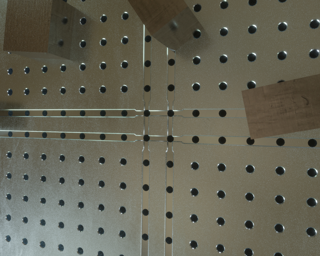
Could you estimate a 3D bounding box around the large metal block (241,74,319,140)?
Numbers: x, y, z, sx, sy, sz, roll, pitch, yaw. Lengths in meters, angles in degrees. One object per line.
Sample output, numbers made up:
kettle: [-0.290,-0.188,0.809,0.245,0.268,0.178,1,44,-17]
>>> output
large metal block: [0.137,-0.020,0.335,0.080,0.080,0.050,-11,86,20]

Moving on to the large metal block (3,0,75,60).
large metal block: [-0.180,-0.149,0.464,0.080,0.050,0.080,7,93,20]

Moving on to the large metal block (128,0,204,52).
large metal block: [0.003,-0.150,0.383,0.050,0.080,0.080,-35,79,17]
